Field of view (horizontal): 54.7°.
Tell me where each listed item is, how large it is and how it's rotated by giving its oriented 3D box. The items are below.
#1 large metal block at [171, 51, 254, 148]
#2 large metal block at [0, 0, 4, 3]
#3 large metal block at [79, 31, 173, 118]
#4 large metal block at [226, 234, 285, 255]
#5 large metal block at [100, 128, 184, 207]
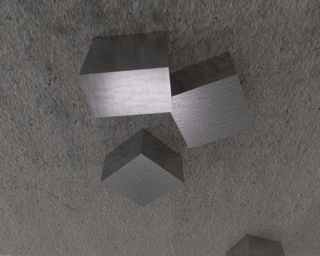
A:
[{"bbox_3d":[0.057,-0.031,0.365,0.080,0.050,0.080,-18,128,14],"label":"large metal block"},{"bbox_3d":[-0.124,-0.154,0.238,0.050,0.080,0.080,-21,127,17],"label":"large metal block"},{"bbox_3d":[-0.030,-0.058,0.322,0.080,0.080,0.050,-4,130,3],"label":"large metal block"},{"bbox_3d":[0.190,0.262,0.616,0.081,0.050,0.079,17,128,-15],"label":"large metal block"},{"bbox_3d":[-0.024,0.058,0.440,0.080,0.050,0.080,-36,122,27],"label":"large metal block"}]
